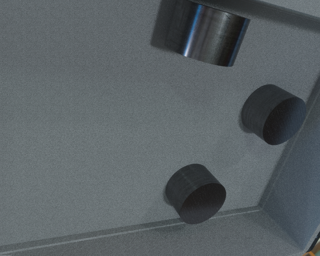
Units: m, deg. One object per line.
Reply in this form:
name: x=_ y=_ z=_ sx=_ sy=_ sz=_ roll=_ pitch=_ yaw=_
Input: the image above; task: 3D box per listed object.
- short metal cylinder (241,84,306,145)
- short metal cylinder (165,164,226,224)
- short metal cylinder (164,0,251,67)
short metal cylinder: x=0.173 y=-0.021 z=0.474 sx=0.081 sy=0.050 sz=0.079 roll=-14 pitch=124 yaw=-21
short metal cylinder: x=0.056 y=0.103 z=0.487 sx=0.081 sy=0.050 sz=0.079 roll=-14 pitch=124 yaw=-21
short metal cylinder: x=0.050 y=-0.104 z=0.336 sx=0.081 sy=0.080 sz=0.050 roll=3 pitch=117 yaw=-30
